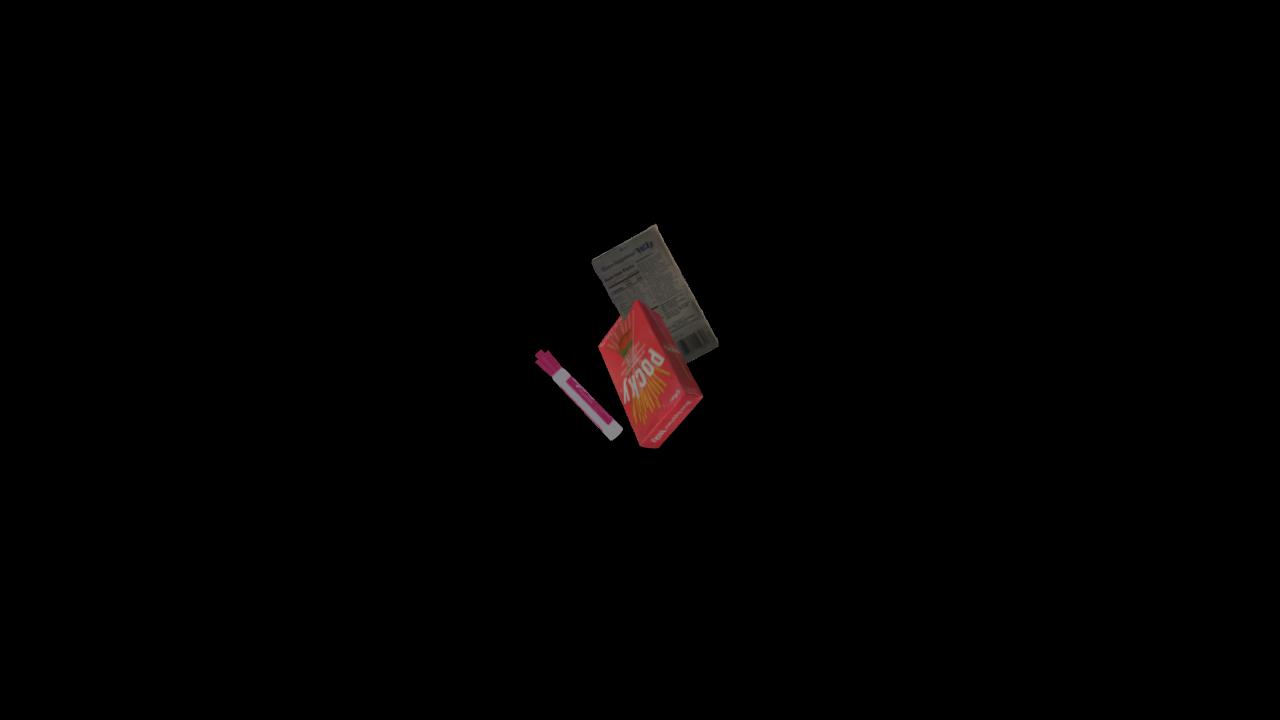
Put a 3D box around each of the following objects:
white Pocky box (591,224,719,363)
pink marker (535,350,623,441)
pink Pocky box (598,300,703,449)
[{"bbox_3d":[0.018,-0.064,0.693,0.084,0.154,0.028,-28,11,10],"label":"white Pocky box"},{"bbox_3d":[-0.065,0.036,0.646,0.020,0.121,0.020,-42,6,5],"label":"pink marker"},{"bbox_3d":[0.006,0.010,0.663,0.029,0.155,0.084,14,-53,-37],"label":"pink Pocky box"}]
